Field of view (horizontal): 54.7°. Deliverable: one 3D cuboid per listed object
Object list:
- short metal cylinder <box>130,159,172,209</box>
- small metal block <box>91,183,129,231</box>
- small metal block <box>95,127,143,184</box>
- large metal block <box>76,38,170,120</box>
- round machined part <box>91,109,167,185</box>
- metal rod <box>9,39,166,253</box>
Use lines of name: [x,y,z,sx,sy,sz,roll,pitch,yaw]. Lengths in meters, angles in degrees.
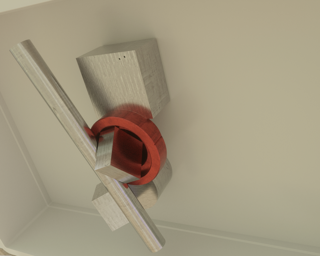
short metal cylinder: [-0.029,0.070,0.449,0.080,0.050,0.079,13,124,20]
small metal block: [-0.065,0.101,0.418,0.025,0.050,0.050,-30,104,3]
small metal block: [-0.048,0.033,0.373,0.025,0.050,0.050,-21,142,32]
large metal block: [-0.042,-0.057,0.374,0.080,0.050,0.080,0,119,28]
round machined part: [-0.036,0.020,0.388,0.098,0.042,0.097,13,124,20]
metal rod: [-0.079,0.033,0.377,0.025,0.025,0.299,-21,108,35]
